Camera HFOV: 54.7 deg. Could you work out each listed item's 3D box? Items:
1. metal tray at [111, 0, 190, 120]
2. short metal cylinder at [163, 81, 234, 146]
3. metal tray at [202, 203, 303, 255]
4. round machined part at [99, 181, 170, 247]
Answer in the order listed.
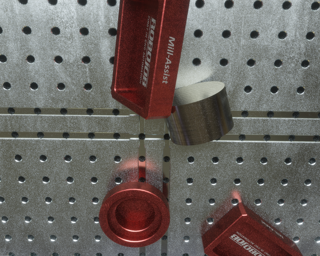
[{"bbox_3d":[-0.016,-0.084,0.346,0.030,0.090,0.129,-6,115,-35],"label":"metal tray"},{"bbox_3d":[0.044,-0.020,0.378,0.080,0.080,0.050,-16,110,5],"label":"short metal cylinder"},{"bbox_3d":[0.142,0.187,0.481,0.130,0.030,0.090,38,105,-13],"label":"metal tray"},{"bbox_3d":[-0.035,0.120,0.448,0.099,0.042,0.097,0,110,-1],"label":"round machined part"}]
